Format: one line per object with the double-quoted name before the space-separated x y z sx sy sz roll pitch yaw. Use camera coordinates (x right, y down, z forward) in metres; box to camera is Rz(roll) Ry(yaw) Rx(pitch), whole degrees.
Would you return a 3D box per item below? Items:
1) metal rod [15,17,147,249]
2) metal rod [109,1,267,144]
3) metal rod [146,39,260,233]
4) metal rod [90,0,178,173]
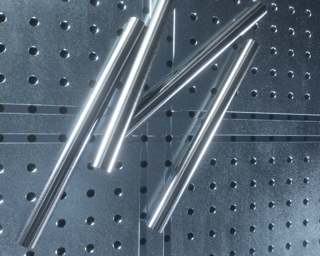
"metal rod" -0.091 -0.002 0.378 0.025 0.025 0.299 28 81 -18
"metal rod" 0.044 -0.081 0.428 0.301 0.025 0.025 -43 104 -15
"metal rod" 0.064 0.004 0.435 0.025 0.025 0.300 33 79 -17
"metal rod" -0.018 -0.090 0.390 0.025 0.025 0.299 24 76 -18
